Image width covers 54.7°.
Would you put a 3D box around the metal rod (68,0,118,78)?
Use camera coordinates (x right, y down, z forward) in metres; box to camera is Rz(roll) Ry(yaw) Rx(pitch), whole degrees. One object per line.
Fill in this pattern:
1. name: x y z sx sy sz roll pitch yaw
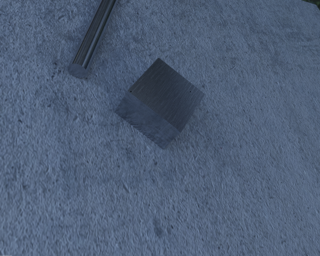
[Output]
1. metal rod: -0.081 -0.192 0.478 0.025 0.025 0.300 22 53 -15

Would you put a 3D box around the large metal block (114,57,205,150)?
1. large metal block: 0.001 -0.033 0.410 0.080 0.050 0.080 38 51 -3
